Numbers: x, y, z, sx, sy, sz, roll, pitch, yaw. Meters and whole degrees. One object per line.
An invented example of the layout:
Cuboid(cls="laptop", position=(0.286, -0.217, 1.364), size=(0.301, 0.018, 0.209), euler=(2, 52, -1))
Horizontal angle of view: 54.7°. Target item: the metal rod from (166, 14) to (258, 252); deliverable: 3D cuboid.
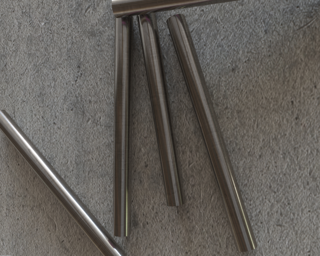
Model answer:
Cuboid(cls="metal rod", position=(0.062, 0.001, 0.386), size=(0.025, 0.025, 0.299), euler=(-18, 84, 19))

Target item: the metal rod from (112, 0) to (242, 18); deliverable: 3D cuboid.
Cuboid(cls="metal rod", position=(0.089, -0.162, 0.362), size=(0.301, 0.025, 0.025), euler=(-3, 89, 14))

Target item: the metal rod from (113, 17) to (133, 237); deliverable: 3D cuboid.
Cuboid(cls="metal rod", position=(-0.051, -0.003, 0.426), size=(0.025, 0.025, 0.298), euler=(1, 90, 20))

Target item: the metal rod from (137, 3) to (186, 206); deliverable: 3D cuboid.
Cuboid(cls="metal rod", position=(-0.002, -0.049, 0.409), size=(0.025, 0.025, 0.298), euler=(-10, 87, 20))

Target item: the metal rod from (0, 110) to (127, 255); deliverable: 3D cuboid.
Cuboid(cls="metal rod", position=(-0.158, 0.082, 0.464), size=(0.300, 0.025, 0.025), euler=(45, 104, 14))
